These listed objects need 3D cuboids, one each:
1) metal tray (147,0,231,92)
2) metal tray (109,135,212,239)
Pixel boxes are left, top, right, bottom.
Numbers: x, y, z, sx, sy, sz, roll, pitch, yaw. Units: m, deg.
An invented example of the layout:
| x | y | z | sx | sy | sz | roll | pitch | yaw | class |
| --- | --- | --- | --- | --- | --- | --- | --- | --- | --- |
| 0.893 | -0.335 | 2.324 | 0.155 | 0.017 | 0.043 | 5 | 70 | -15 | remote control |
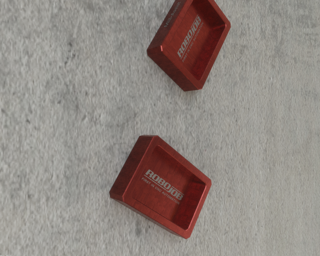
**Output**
| x | y | z | sx | sy | sz | roll | pitch | yaw | class |
| --- | --- | --- | --- | --- | --- | --- | --- | --- | --- |
| 0.046 | -0.129 | 0.441 | 0.090 | 0.030 | 0.130 | 40 | 65 | -33 | metal tray |
| 0.007 | 0.079 | 0.409 | 0.130 | 0.030 | 0.090 | 41 | 65 | -33 | metal tray |
